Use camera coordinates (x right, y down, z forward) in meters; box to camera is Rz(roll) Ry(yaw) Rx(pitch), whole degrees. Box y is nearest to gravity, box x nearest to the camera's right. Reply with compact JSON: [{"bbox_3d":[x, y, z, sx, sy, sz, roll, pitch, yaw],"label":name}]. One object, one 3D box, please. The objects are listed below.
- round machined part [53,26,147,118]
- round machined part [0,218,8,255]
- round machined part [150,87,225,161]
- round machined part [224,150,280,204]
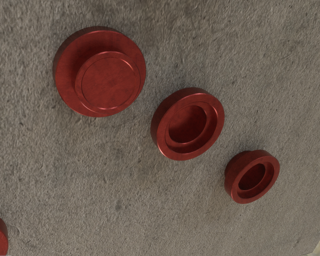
[{"bbox_3d":[-0.060,-0.054,0.330,0.099,0.042,0.097,-14,124,-21],"label":"round machined part"},{"bbox_3d":[-0.227,0.127,0.350,0.099,0.042,0.097,-14,124,-21],"label":"round machined part"},{"bbox_3d":[0.032,-0.009,0.408,0.099,0.042,0.097,-14,124,-21],"label":"round machined part"},{"bbox_3d":[0.150,0.077,0.525,0.099,0.042,0.097,-14,124,-21],"label":"round machined part"}]
